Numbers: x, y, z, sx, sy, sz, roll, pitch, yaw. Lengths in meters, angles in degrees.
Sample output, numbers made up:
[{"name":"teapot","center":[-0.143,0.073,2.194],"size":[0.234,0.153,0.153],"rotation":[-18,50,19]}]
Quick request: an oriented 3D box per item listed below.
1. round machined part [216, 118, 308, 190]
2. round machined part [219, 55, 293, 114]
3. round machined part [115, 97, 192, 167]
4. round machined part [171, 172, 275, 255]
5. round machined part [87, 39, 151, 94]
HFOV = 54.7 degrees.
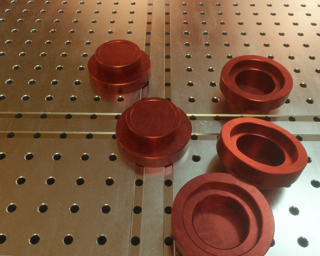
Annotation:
[{"name":"round machined part","center":[0.113,0.033,0.360],"size":[0.099,0.042,0.098],"rotation":[8,36,-5]},{"name":"round machined part","center":[0.135,-0.059,0.448],"size":[0.099,0.042,0.098],"rotation":[0,50,0]},{"name":"round machined part","center":[-0.008,-0.002,0.398],"size":[0.099,0.042,0.098],"rotation":[0,50,0]},{"name":"round machined part","center":[0.060,0.098,0.314],"size":[0.099,0.042,0.098],"rotation":[0,51,1]},{"name":"round machined part","center":[-0.063,-0.101,0.480],"size":[0.099,0.042,0.098],"rotation":[0,50,0]}]
